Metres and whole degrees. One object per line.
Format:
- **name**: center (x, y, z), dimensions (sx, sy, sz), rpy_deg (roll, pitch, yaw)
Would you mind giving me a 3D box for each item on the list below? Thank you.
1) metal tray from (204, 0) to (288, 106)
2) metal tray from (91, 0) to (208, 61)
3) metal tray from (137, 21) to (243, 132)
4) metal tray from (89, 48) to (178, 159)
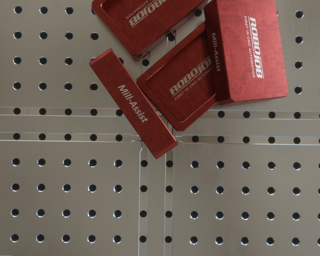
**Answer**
- **metal tray**: center (0.110, -0.098, 0.394), dimensions (0.091, 0.030, 0.129), rpy_deg (-8, 89, -22)
- **metal tray**: center (-0.012, -0.165, 0.410), dimensions (0.130, 0.030, 0.090), rpy_deg (-39, 90, 0)
- **metal tray**: center (0.046, -0.068, 0.411), dimensions (0.130, 0.030, 0.090), rpy_deg (-41, 90, 0)
- **metal tray**: center (-0.029, -0.027, 0.380), dimensions (0.030, 0.090, 0.130), rpy_deg (-35, 90, 0)
